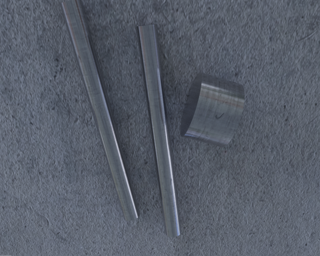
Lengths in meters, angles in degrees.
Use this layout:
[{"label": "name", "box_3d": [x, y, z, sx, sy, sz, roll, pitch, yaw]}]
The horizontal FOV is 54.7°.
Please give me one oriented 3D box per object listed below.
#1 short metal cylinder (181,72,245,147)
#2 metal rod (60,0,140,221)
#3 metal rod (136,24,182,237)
[{"label": "short metal cylinder", "box_3d": [0.061, -0.022, 0.373, 0.050, 0.080, 0.079, 15, 109, -6]}, {"label": "metal rod", "box_3d": [-0.072, -0.008, 0.405, 0.025, 0.025, 0.298, -11, 110, 4]}, {"label": "metal rod", "box_3d": [0.002, 0.018, 0.416, 0.025, 0.025, 0.298, -7, 110, 2]}]
